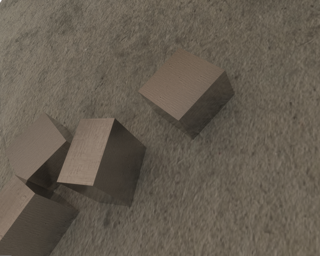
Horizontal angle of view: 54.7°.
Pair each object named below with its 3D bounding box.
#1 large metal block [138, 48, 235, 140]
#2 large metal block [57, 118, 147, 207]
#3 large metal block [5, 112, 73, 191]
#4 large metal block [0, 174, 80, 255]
[{"bbox_3d":[0.034,-0.045,0.397,0.080,0.050,0.080,-47,52,-5],"label":"large metal block"},{"bbox_3d":[-0.065,0.043,0.375,0.050,0.080,0.080,0,62,28],"label":"large metal block"},{"bbox_3d":[-0.165,0.037,0.450,0.080,0.050,0.080,-46,51,-4],"label":"large metal block"},{"bbox_3d":[-0.162,0.115,0.381,0.050,0.080,0.080,24,75,36],"label":"large metal block"}]
